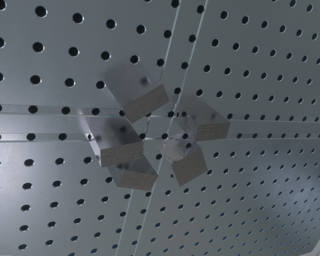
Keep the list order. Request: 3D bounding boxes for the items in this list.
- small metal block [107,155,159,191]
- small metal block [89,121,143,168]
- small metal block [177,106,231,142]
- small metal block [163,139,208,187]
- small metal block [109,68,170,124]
[{"bbox_3d":[-0.038,0.055,0.408,0.050,0.050,0.025,17,110,-35],"label":"small metal block"},{"bbox_3d":[-0.054,0.018,0.376,0.050,0.050,0.025,-11,123,-22],"label":"small metal block"},{"bbox_3d":[0.058,-0.007,0.422,0.050,0.050,0.025,-4,120,-27],"label":"small metal block"},{"bbox_3d":[0.039,0.053,0.464,0.050,0.025,0.050,-29,128,-10],"label":"small metal block"},{"bbox_3d":[-0.025,-0.038,0.357,0.050,0.050,0.025,-31,129,-8],"label":"small metal block"}]
